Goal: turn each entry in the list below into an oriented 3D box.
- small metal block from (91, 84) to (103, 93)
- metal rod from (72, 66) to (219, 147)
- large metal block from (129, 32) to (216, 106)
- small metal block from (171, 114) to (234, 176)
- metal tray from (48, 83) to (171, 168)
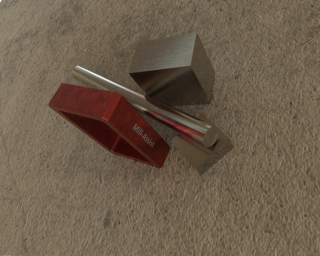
[{"bbox_3d":[-0.082,-0.027,0.447,0.025,0.050,0.050,-39,51,2],"label":"small metal block"},{"bbox_3d":[-0.043,-0.043,0.435,0.300,0.025,0.025,28,77,42],"label":"metal rod"},{"bbox_3d":[0.019,-0.071,0.401,0.080,0.080,0.050,-2,61,27],"label":"large metal block"},{"bbox_3d":[0.050,0.019,0.367,0.050,0.025,0.050,-41,51,0],"label":"small metal block"},{"bbox_3d":[-0.054,0.000,0.365,0.090,0.130,0.030,13,69,33],"label":"metal tray"}]
